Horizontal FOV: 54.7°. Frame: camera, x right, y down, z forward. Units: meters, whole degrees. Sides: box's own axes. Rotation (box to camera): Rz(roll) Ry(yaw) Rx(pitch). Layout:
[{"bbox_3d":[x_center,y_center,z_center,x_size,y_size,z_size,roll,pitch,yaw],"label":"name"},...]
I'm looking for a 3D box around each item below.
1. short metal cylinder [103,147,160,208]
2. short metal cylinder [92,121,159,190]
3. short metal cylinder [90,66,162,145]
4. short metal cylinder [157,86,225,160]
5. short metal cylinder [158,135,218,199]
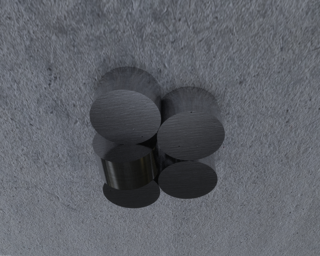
[{"bbox_3d":[-0.039,0.073,0.454,0.080,0.050,0.079,0,131,1],"label":"short metal cylinder"},{"bbox_3d":[-0.042,0.033,0.400,0.080,0.080,0.050,-2,130,2],"label":"short metal cylinder"},{"bbox_3d":[-0.039,-0.026,0.369,0.080,0.050,0.079,0,131,1],"label":"short metal cylinder"},{"bbox_3d":[0.037,-0.005,0.387,0.081,0.050,0.079,0,131,0],"label":"short metal cylinder"},{"bbox_3d":[0.038,0.056,0.439,0.080,0.050,0.079,0,131,1],"label":"short metal cylinder"}]
